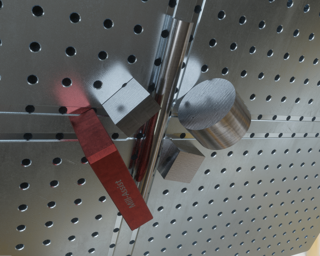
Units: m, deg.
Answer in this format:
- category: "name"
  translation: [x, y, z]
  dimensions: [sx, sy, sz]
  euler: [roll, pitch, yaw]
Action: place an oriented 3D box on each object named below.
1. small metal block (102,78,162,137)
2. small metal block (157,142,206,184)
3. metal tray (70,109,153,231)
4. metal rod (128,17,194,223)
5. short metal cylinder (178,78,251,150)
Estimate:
- category: "small metal block"
  translation: [-0.034, -0.025, 0.361]
  dimensions: [0.050, 0.050, 0.025]
  euler: [-41, 130, 0]
- category: "small metal block"
  translation: [0.032, 0.053, 0.464]
  dimensions: [0.050, 0.025, 0.050]
  euler: [16, 110, -35]
- category: "metal tray"
  translation: [-0.057, 0.051, 0.370]
  dimensions: [0.030, 0.090, 0.129]
  euler: [-29, 129, -10]
- category: "metal rod"
  translation: [-0.008, 0.008, 0.413]
  dimensions: [0.025, 0.025, 0.298]
  euler: [0, 119, -29]
- category: "short metal cylinder"
  translation: [0.071, -0.018, 0.405]
  dimensions: [0.080, 0.080, 0.050]
  euler: [-44, 130, 2]
